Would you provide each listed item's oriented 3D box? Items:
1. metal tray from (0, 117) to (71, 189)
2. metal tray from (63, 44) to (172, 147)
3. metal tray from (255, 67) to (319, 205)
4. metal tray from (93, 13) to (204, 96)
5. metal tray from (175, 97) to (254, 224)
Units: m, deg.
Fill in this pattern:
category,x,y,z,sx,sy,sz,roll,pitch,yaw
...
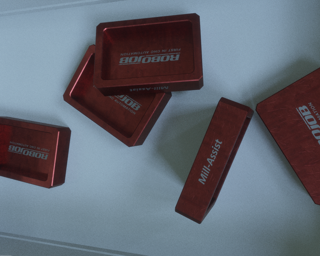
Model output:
category,x,y,z,sx,sy,sz,roll,pitch,yaw
metal tray,-0.205,0.034,0.478,0.130,0.030,0.089,9,93,19
metal tray,-0.061,-0.045,0.428,0.130,0.030,0.090,34,101,16
metal tray,0.180,0.008,0.345,0.090,0.030,0.130,-32,80,16
metal tray,-0.014,-0.090,0.387,0.131,0.030,0.090,-3,74,8
metal tray,0.065,0.034,0.352,0.030,0.090,0.129,24,98,18
